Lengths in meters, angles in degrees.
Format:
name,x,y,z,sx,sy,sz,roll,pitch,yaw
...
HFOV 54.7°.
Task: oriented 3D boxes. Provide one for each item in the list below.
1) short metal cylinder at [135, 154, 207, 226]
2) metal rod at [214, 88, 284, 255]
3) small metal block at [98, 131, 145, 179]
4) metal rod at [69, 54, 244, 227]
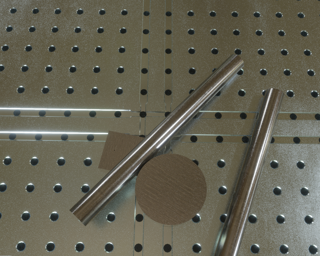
name,x,y,z,sx,sy,sz,roll,pitch,yaw
short metal cylinder,0.012,0.076,0.371,0.081,0.050,0.080,0,70,-1
metal rod,0.104,0.082,0.383,0.025,0.025,0.300,21,71,7
small metal block,-0.046,0.035,0.398,0.050,0.025,0.050,11,70,4
metal rod,0.011,0.001,0.391,0.025,0.025,0.301,40,67,13
